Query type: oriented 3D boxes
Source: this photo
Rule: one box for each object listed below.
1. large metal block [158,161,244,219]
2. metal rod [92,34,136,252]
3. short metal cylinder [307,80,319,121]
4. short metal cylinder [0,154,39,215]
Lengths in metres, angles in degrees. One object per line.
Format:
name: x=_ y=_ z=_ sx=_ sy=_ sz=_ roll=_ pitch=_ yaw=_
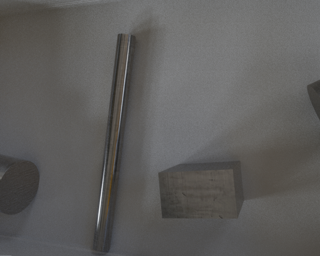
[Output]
large metal block: x=0.052 y=0.070 z=0.363 sx=0.080 sy=0.080 sz=0.050 roll=-6 pitch=88 yaw=19
metal rod: x=-0.064 y=0.022 z=0.431 sx=0.025 sy=0.025 sz=0.298 roll=8 pitch=93 yaw=19
short metal cylinder: x=0.193 y=-0.019 z=0.314 sx=0.050 sy=0.080 sz=0.080 roll=-26 pitch=82 yaw=18
short metal cylinder: x=-0.228 y=0.083 z=0.460 sx=0.050 sy=0.080 sz=0.079 roll=10 pitch=93 yaw=19
